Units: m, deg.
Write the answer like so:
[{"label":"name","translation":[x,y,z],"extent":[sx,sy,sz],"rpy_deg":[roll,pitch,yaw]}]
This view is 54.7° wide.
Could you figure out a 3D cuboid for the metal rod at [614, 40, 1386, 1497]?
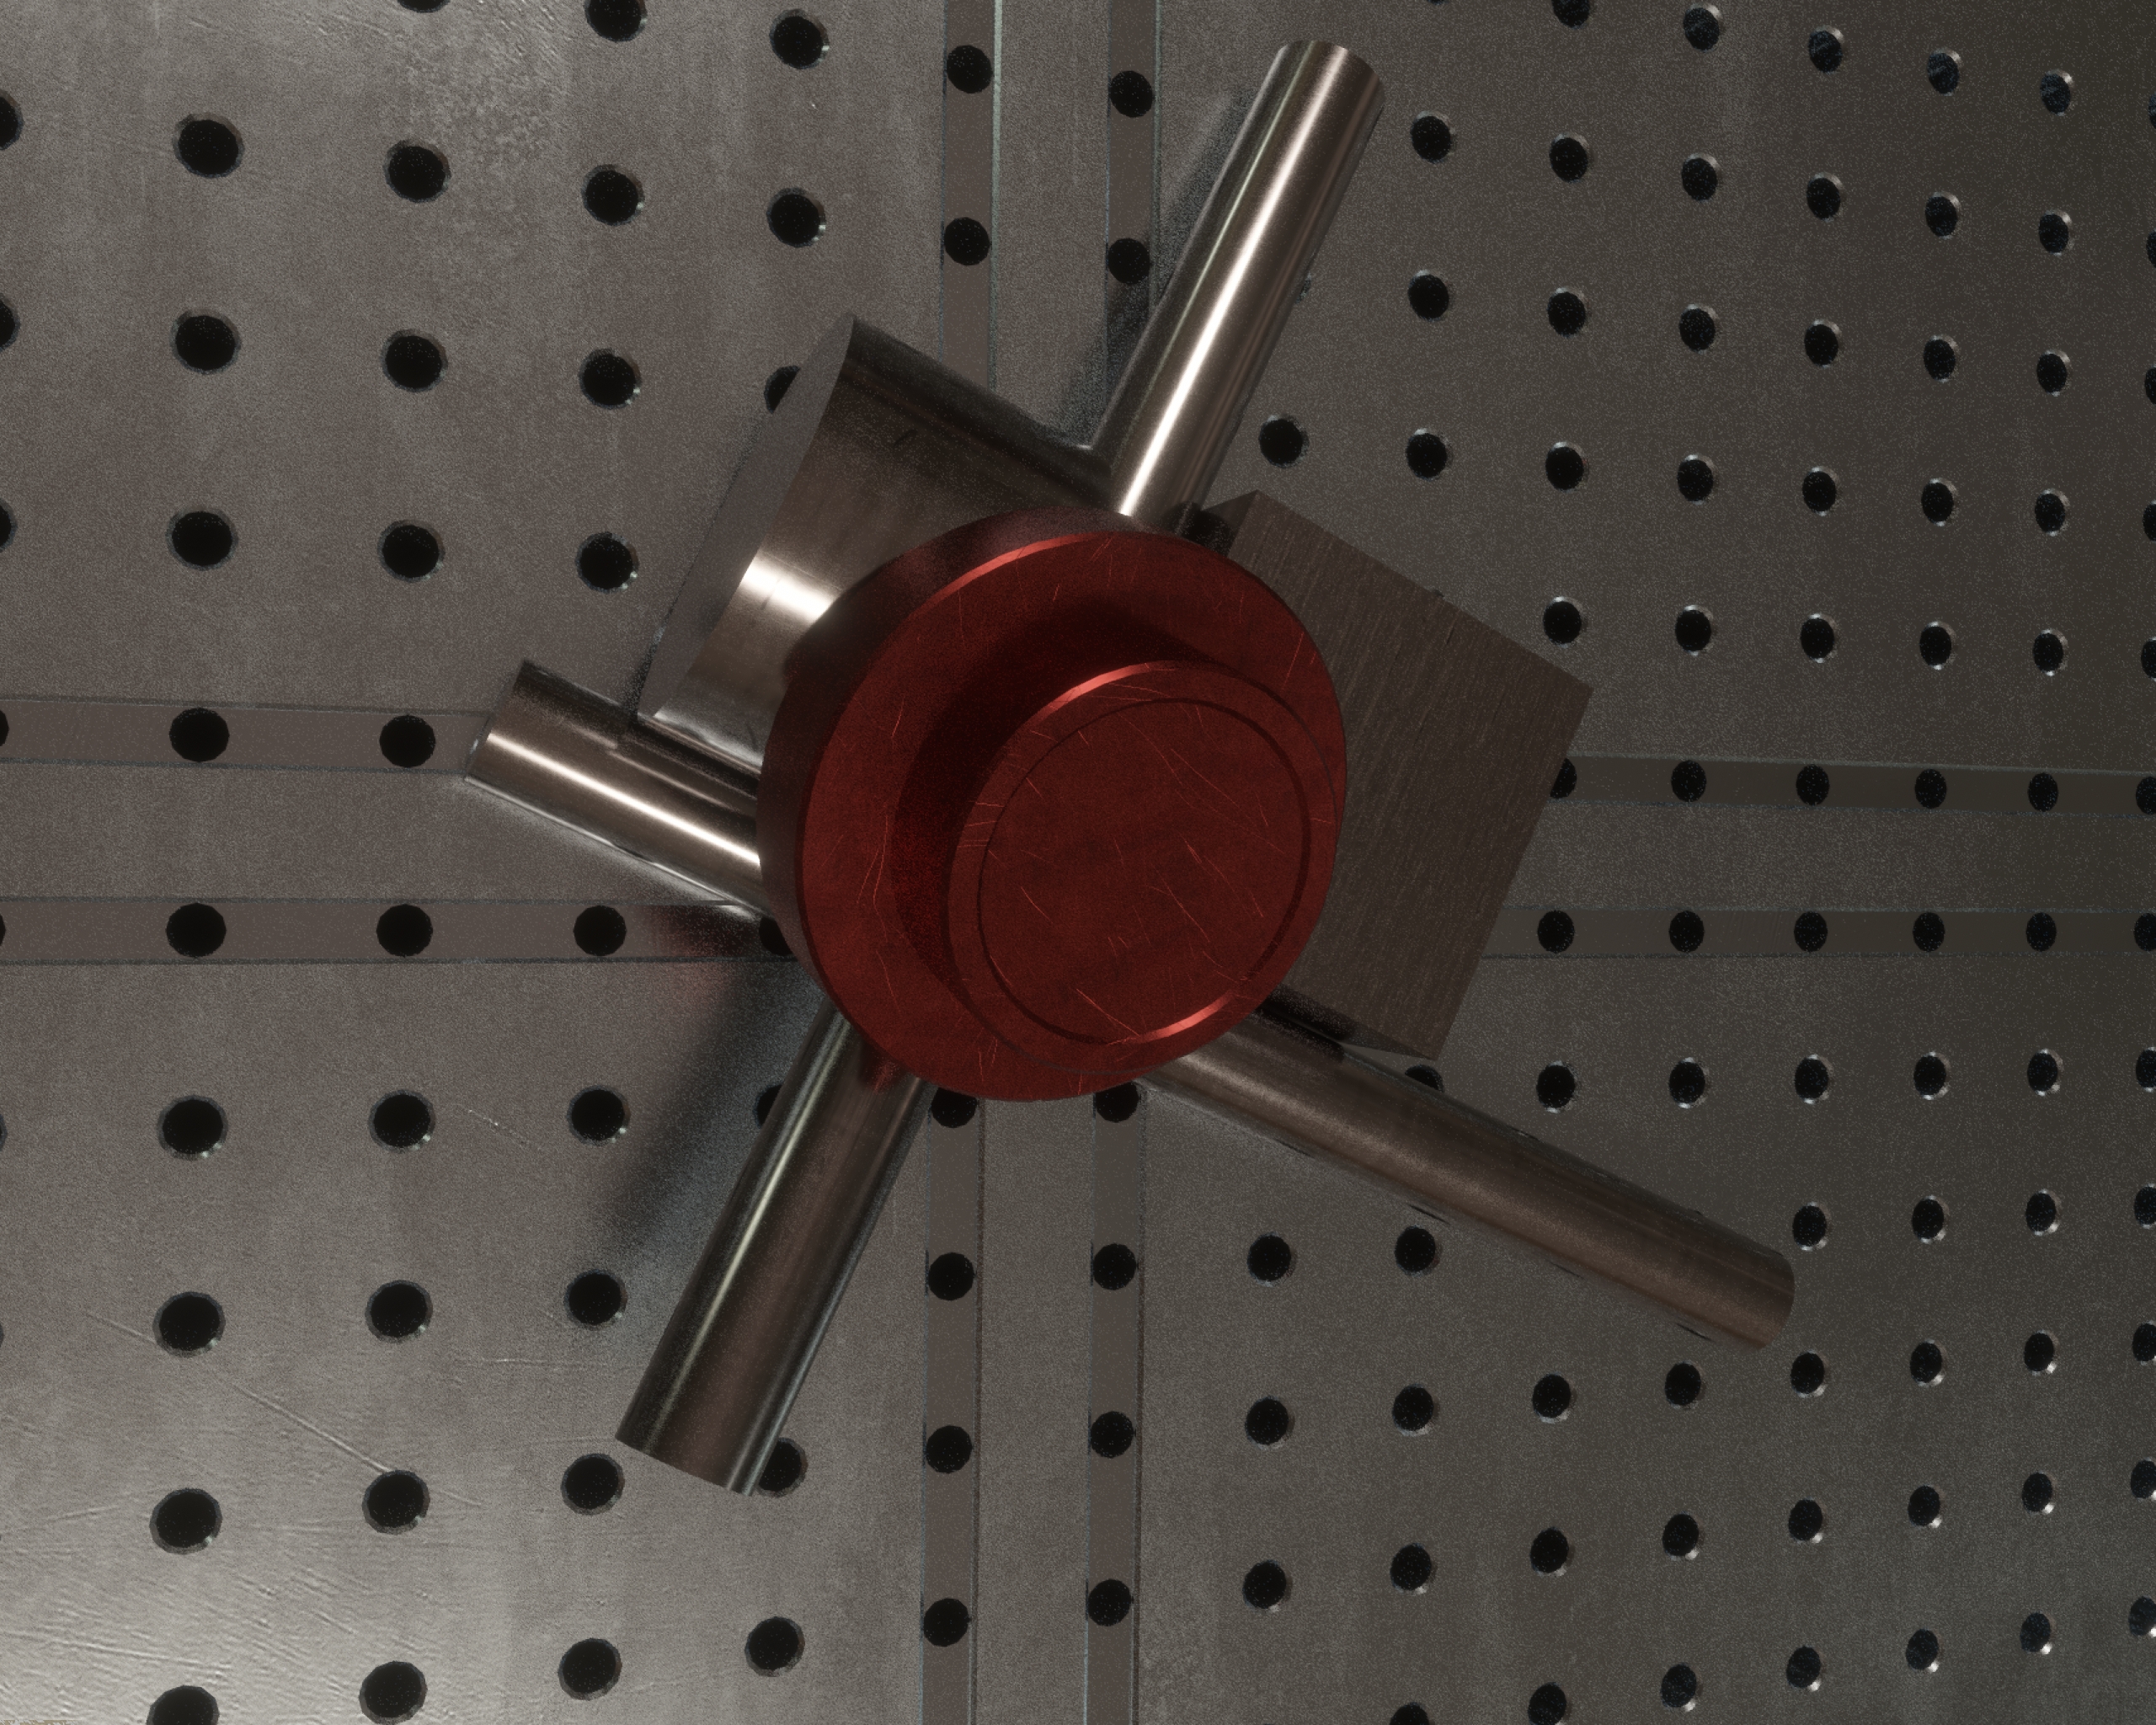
[{"label":"metal rod","translation":[-0.007,-0.030,0.390],"extent":[0.025,0.025,0.300],"rpy_deg":[30,73,-18]}]

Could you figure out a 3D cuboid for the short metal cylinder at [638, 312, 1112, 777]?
[{"label":"short metal cylinder","translation":[-0.037,-0.049,0.370],"extent":[0.050,0.080,0.080],"rpy_deg":[26,81,-19]}]

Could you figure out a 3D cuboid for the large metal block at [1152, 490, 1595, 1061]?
[{"label":"large metal block","translation":[0.042,-0.016,0.412],"extent":[0.080,0.050,0.080],"rpy_deg":[27,81,-18]}]

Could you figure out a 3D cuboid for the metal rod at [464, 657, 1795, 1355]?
[{"label":"metal rod","translation":[0.024,0.037,0.422],"extent":[0.302,0.025,0.025],"rpy_deg":[26,81,-19]}]

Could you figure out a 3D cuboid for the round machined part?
[{"label":"round machined part","translation":[0.002,-0.005,0.335],"extent":[0.099,0.042,0.097],"rpy_deg":[-10,114,-24]}]
